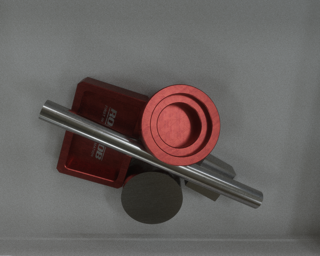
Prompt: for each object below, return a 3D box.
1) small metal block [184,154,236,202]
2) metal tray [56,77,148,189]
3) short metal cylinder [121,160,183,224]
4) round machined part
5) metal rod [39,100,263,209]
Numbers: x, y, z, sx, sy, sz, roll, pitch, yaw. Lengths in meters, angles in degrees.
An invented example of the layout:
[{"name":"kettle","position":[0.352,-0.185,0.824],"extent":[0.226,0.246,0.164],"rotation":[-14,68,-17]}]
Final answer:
[{"name":"small metal block","position":[0.069,0.067,0.435],"extent":[0.050,0.025,0.050],"rotation":[30,107,-11]},{"name":"metal tray","position":[-0.075,0.009,0.408],"extent":[0.091,0.030,0.129],"rotation":[17,109,-7]},{"name":"short metal cylinder","position":[-0.011,0.084,0.426],"extent":[0.081,0.050,0.079],"rotation":[0,110,-1]},{"name":"round machined part","position":[0.021,-0.003,0.387],"extent":[0.099,0.042,0.097],"rotation":[0,88,-14]},{"name":"metal rod","position":[-0.002,0.038,0.393],"extent":[0.302,0.025,0.025],"rotation":[24,108,-12]}]
